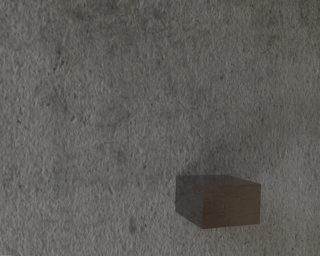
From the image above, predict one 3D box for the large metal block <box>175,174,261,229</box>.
[{"bbox_3d":[0.073,0.093,0.408,0.081,0.080,0.050,2,90,-20],"label":"large metal block"}]
